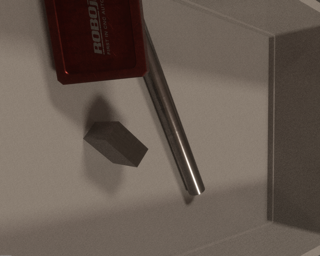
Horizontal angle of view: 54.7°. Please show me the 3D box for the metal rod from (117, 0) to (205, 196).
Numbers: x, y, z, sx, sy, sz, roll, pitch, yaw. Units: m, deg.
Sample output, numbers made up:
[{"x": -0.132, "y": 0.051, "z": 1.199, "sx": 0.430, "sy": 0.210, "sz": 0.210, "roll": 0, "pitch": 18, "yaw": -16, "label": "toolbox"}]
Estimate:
[{"x": 0.003, "y": -0.041, "z": 0.410, "sx": 0.025, "sy": 0.025, "sz": 0.298, "roll": -34, "pitch": 111, "yaw": -35, "label": "metal rod"}]

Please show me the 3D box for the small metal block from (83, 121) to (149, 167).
[{"x": -0.050, "y": 0.018, "z": 0.350, "sx": 0.050, "sy": 0.050, "sz": 0.025, "roll": 46, "pitch": 63, "yaw": -31, "label": "small metal block"}]

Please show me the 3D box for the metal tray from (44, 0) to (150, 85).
[{"x": -0.063, "y": -0.113, "z": 0.309, "sx": 0.030, "sy": 0.091, "sz": 0.129, "roll": -73, "pitch": 158, "yaw": -78, "label": "metal tray"}]
